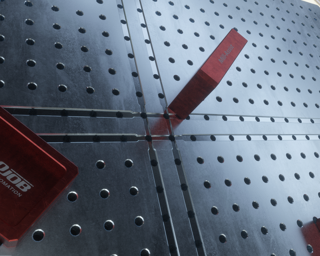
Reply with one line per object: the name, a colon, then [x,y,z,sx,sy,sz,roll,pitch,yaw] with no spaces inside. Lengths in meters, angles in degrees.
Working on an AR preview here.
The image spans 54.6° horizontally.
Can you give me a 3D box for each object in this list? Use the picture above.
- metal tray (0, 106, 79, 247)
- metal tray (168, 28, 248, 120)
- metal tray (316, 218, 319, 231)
metal tray: [-0.158,0.037,0.297,0.130,0.030,0.090,39,51,-2]
metal tray: [0.070,-0.079,0.451,0.030,0.090,0.130,39,51,-2]
metal tray: [0.305,0.166,0.466,0.131,0.030,0.090,-4,64,-30]
